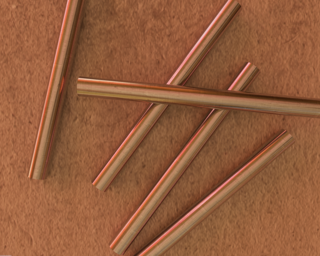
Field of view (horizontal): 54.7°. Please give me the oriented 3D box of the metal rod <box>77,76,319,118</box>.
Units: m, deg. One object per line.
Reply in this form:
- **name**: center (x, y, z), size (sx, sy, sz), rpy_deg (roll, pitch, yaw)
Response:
- **metal rod**: center (0.051, -0.038, 0.384), size (0.302, 0.025, 0.025), rpy_deg (5, 90, -1)

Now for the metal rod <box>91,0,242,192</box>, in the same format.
- **metal rod**: center (0.009, -0.043, 0.410), size (0.025, 0.025, 0.299), rpy_deg (37, 90, -1)

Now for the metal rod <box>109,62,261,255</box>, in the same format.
- **metal rod**: center (0.033, 0.040, 0.410), size (0.025, 0.025, 0.299), rpy_deg (37, 90, -1)

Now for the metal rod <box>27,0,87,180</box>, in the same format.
- **metal rod**: center (-0.129, -0.081, 0.408), size (0.025, 0.025, 0.298), rpy_deg (12, 90, -1)

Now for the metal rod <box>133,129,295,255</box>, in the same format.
- **metal rod**: center (0.056, 0.107, 0.410), size (0.300, 0.025, 0.025), rpy_deg (-40, 91, -1)
